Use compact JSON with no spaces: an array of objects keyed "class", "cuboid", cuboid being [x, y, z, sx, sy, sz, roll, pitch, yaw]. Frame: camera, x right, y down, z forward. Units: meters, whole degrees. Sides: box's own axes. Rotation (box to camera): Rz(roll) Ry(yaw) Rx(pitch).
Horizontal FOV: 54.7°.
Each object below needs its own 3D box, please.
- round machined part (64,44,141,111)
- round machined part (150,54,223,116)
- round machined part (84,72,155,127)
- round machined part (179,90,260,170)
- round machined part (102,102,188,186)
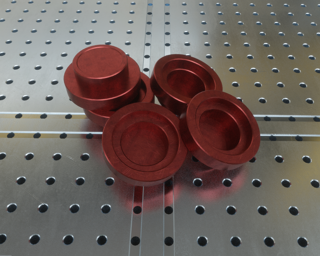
[{"class":"round machined part","cuboid":[-0.075,-0.071,0.400,0.099,0.042,0.098,0,50,0]},{"class":"round machined part","cuboid":[0.033,-0.055,0.431,0.099,0.042,0.098,11,50,-13]},{"class":"round machined part","cuboid":[-0.056,-0.037,0.426,0.099,0.042,0.098,0,50,0]},{"class":"round machined part","cuboid":[0.068,0.006,0.377,0.099,0.042,0.098,11,59,-18]},{"class":"round machined part","cuboid":[-0.019,0.022,0.367,0.099,0.042,0.098,5,64,-9]}]
